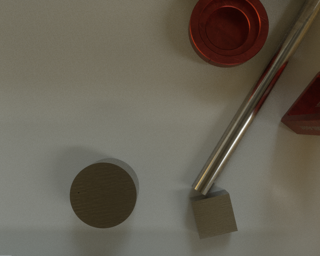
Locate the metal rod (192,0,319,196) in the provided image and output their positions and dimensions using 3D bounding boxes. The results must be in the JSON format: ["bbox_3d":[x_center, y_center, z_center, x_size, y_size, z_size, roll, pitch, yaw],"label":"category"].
[{"bbox_3d":[0.131,-0.044,0.413,0.025,0.025,0.299,31,90,-1],"label":"metal rod"}]

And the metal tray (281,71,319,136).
[{"bbox_3d":[0.204,-0.035,0.362,0.030,0.130,0.090,39,90,-1],"label":"metal tray"}]

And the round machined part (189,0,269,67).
[{"bbox_3d":[0.086,-0.127,0.404,0.099,0.042,0.097,0,90,-1],"label":"round machined part"}]

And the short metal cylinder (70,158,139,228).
[{"bbox_3d":[-0.069,0.081,0.398,0.081,0.050,0.079,0,90,-1],"label":"short metal cylinder"}]

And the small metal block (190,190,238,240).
[{"bbox_3d":[0.071,0.114,0.412,0.050,0.025,0.050,-13,90,-1],"label":"small metal block"}]
